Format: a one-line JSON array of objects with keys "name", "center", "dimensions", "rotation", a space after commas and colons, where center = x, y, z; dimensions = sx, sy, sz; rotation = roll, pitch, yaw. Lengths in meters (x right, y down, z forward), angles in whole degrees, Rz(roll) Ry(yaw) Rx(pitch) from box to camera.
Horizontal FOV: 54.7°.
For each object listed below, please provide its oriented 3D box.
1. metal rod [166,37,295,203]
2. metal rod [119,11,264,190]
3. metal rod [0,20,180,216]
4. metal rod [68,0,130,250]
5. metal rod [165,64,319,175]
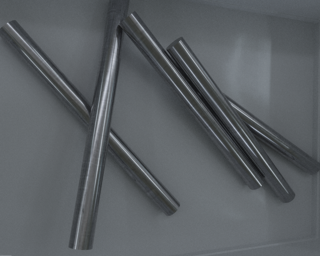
[{"name": "metal rod", "center": [0.109, 0.002, 0.434], "dimensions": [0.025, 0.025, 0.300], "rotation": [-46, 112, -14]}, {"name": "metal rod", "center": [0.053, -0.023, 0.416], "dimensions": [0.025, 0.025, 0.300], "rotation": [-46, 110, -14]}, {"name": "metal rod", "center": [-0.077, -0.002, 0.382], "dimensions": [0.025, 0.025, 0.300], "rotation": [-44, 104, -15]}, {"name": "metal rod", "center": [-0.068, -0.018, 0.360], "dimensions": [0.025, 0.025, 0.299], "rotation": [11, 77, -20]}, {"name": "metal rod", "center": [0.129, -0.011, 0.459], "dimensions": [0.301, 0.025, 0.025], "rotation": [32, 80, -18]}]
